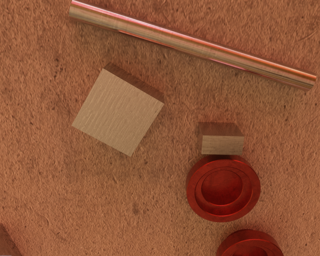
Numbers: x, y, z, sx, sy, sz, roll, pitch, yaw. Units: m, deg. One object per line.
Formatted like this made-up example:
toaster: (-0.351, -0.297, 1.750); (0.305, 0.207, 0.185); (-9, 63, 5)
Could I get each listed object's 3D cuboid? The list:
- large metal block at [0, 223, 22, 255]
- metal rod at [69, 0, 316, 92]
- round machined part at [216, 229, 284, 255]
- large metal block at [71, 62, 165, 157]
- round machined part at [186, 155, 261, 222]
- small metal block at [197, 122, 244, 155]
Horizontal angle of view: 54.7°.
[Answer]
large metal block: (-0.268, 0.202, 0.468); (0.080, 0.050, 0.080); (-18, 109, 6)
metal rod: (0.044, -0.098, 0.373); (0.302, 0.025, 0.025); (15, 109, -6)
round machined part: (0.134, 0.196, 0.474); (0.099, 0.042, 0.097); (0, 110, 0)
large metal block: (-0.050, -0.024, 0.387); (0.080, 0.050, 0.080); (30, 107, -11)
round machined part: (0.085, 0.078, 0.430); (0.099, 0.042, 0.097); (0, 110, 0)
small metal block: (0.077, 0.013, 0.402); (0.050, 0.050, 0.025); (2, 110, -1)
